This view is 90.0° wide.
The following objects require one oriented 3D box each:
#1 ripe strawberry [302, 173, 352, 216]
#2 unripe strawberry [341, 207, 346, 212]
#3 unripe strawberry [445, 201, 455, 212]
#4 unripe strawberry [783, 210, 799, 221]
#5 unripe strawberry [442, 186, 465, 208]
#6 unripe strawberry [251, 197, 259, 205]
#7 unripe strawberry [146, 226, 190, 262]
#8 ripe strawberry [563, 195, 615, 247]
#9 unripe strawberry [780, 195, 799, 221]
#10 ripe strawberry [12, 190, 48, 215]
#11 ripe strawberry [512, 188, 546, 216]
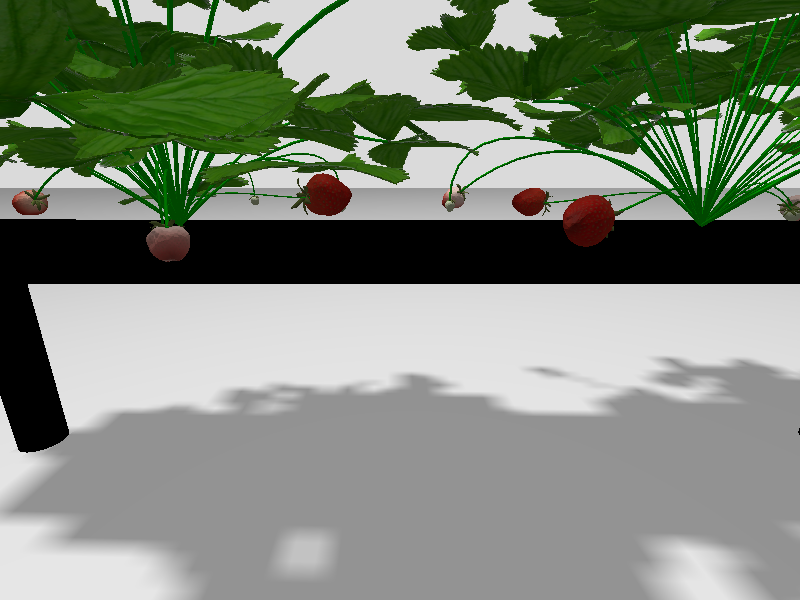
[{"bbox_3d":[-0.075,-0.109,0.415,0.049,0.042,0.049,-11,20,-33],"label":"ripe strawberry"},{"bbox_3d":[-0.071,-0.112,0.480,0.015,0.013,0.013,14,22,38],"label":"unripe strawberry"},{"bbox_3d":[0.050,-0.093,0.398,0.010,0.011,0.011,5,18,15],"label":"unripe strawberry"},{"bbox_3d":[0.368,-0.079,0.376,0.011,0.011,0.013,-41,24,-2],"label":"unripe strawberry"},{"bbox_3d":[0.068,-0.130,0.515,0.031,0.027,0.031,-17,-10,-44],"label":"unripe strawberry"},{"bbox_3d":[-0.175,-0.119,0.484,0.011,0.010,0.010,2,17,5],"label":"unripe strawberry"},{"bbox_3d":[-0.114,-0.027,0.198,0.019,0.017,0.017,-8,-14,-25],"label":"unripe strawberry"},{"bbox_3d":[0.112,-0.048,0.244,0.032,0.031,0.030,-12,21,-33],"label":"ripe strawberry"},{"bbox_3d":[0.391,-0.090,0.393,0.025,0.025,0.023,6,14,-24],"label":"unripe strawberry"},{"bbox_3d":[-0.394,-0.103,0.426,0.030,0.025,0.030,-12,11,27],"label":"ripe strawberry"},{"bbox_3d":[0.135,-0.103,0.420,0.034,0.029,0.034,10,20,32],"label":"ripe strawberry"}]
